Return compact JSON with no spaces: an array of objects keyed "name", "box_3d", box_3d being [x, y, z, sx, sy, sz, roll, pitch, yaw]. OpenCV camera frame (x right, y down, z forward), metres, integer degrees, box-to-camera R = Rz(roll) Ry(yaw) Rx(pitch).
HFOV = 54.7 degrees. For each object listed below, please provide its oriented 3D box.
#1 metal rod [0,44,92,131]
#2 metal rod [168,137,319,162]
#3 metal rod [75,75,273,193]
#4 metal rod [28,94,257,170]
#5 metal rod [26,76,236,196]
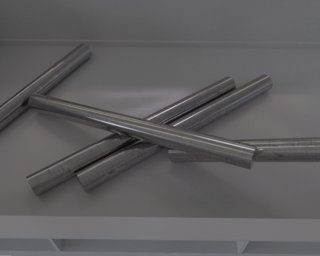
[{"name":"metal rod","box_3d":[-0.201,-0.030,0.428,0.025,0.025,0.301,25,54,19]},{"name":"metal rod","box_3d":[0.148,0.022,0.310,0.300,0.025,0.025,-3,46,29]},{"name":"metal rod","box_3d":[0.034,-0.003,0.407,0.302,0.025,0.025,-28,55,-22]},{"name":"metal rod","box_3d":[-0.040,-0.003,0.371,0.301,0.025,0.025,14,51,24]},{"name":"metal rod","box_3d":[-0.021,0.000,0.404,0.302,0.025,0.025,-28,55,-22]}]
